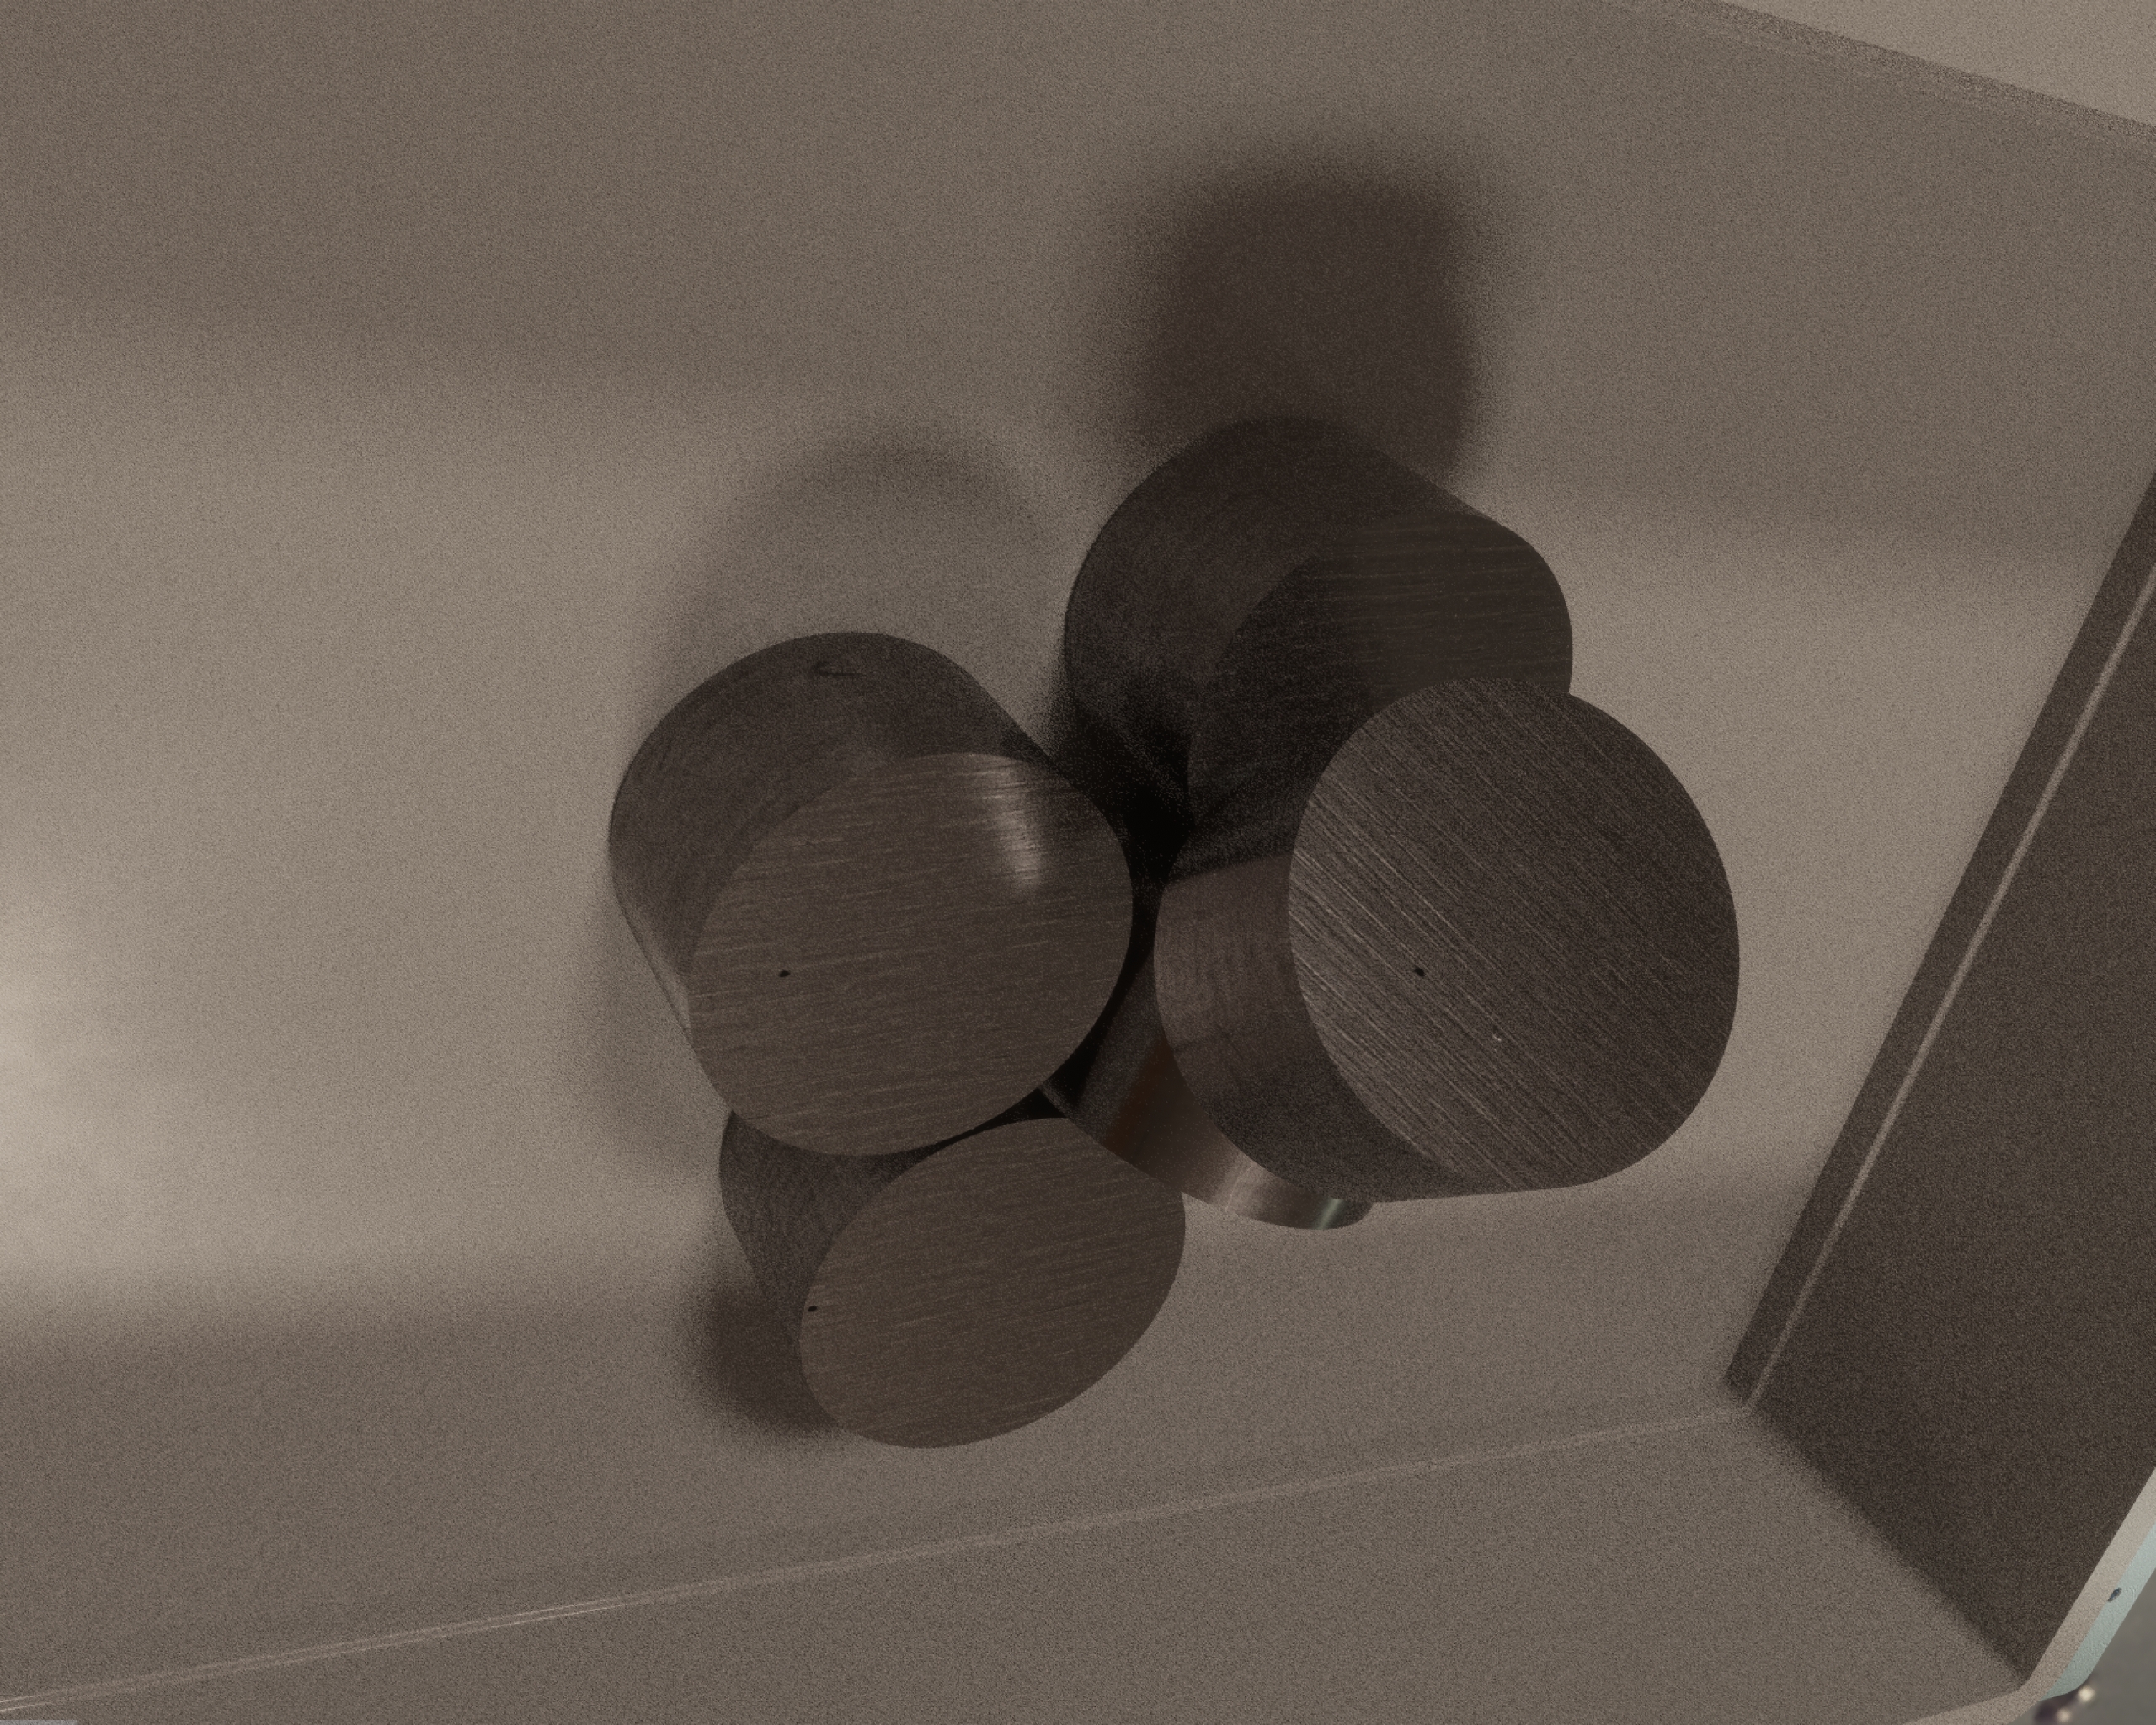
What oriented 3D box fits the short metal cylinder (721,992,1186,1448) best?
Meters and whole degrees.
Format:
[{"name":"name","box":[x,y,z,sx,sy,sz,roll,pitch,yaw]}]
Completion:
[{"name":"short metal cylinder","box":[-0.026,0.070,0.421,0.081,0.050,0.079,-14,125,-21]}]

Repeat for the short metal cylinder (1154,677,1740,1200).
[{"name":"short metal cylinder","box":[0.059,0.015,0.343,0.081,0.050,0.080,5,77,-21]}]

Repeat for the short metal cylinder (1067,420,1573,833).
[{"name":"short metal cylinder","box":[0.045,-0.037,0.394,0.081,0.050,0.079,-14,125,-21]}]

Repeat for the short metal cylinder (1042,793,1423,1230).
[{"name":"short metal cylinder","box":[0.034,0.027,0.409,0.081,0.080,0.050,14,111,-34]}]

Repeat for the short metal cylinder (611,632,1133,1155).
[{"name":"short metal cylinder","box":[-0.037,0.005,0.374,0.081,0.050,0.079,-14,125,-21]}]
